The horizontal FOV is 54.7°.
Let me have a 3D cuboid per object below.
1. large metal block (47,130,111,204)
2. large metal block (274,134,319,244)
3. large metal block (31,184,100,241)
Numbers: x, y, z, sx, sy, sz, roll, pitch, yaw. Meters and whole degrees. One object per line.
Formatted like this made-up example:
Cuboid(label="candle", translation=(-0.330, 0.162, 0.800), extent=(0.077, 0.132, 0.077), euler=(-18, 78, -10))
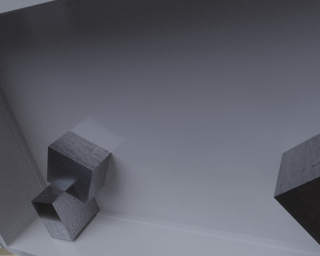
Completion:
Cuboid(label="large metal block", translation=(-0.133, 0.063, 0.502), extent=(0.080, 0.050, 0.079), euler=(26, 128, 11))
Cuboid(label="large metal block", translation=(0.171, 0.065, 0.323), extent=(0.080, 0.080, 0.050), euler=(46, 129, -4))
Cuboid(label="large metal block", translation=(-0.162, 0.135, 0.543), extent=(0.050, 0.080, 0.080), euler=(-3, 117, 30))
